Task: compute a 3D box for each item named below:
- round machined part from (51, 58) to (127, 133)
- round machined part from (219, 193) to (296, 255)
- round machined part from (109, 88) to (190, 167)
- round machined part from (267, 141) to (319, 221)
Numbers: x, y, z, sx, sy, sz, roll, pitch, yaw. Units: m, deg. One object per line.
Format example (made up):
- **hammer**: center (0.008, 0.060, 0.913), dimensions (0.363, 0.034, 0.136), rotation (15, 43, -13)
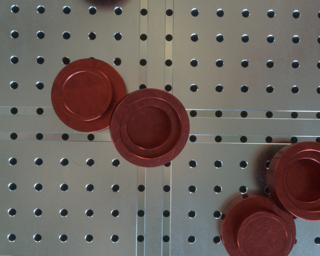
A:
- **round machined part**: center (-0.093, -0.043, 0.404), dimensions (0.099, 0.042, 0.097), rotation (0, 90, -1)
- **round machined part**: center (0.131, 0.138, 0.407), dimensions (0.099, 0.042, 0.097), rotation (0, 90, -1)
- **round machined part**: center (-0.015, -0.002, 0.397), dimensions (0.099, 0.042, 0.097), rotation (-2, 97, -13)
- **round machined part**: center (0.186, 0.067, 0.402), dimensions (0.099, 0.042, 0.097), rotation (1, 82, -6)
